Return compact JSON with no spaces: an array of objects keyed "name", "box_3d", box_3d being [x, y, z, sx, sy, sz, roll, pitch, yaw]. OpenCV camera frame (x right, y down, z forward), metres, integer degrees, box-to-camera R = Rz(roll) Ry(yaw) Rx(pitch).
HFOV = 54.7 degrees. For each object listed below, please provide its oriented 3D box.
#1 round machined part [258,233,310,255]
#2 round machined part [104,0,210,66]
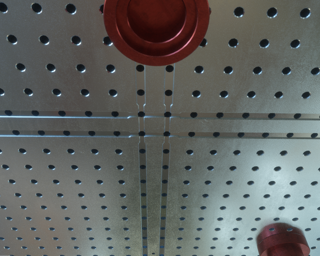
[{"name":"round machined part","box_3d":[0.252,0.256,0.623,0.099,0.042,0.097,-1,130,0]},{"name":"round machined part","box_3d":[-0.003,-0.114,0.303,0.099,0.042,0.097,-1,130,0]}]
